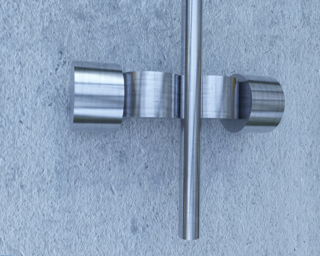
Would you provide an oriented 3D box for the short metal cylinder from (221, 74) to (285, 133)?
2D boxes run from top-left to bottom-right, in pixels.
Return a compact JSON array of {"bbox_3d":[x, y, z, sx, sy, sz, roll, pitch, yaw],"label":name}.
[{"bbox_3d":[0.123,-0.033,0.427,0.050,0.080,0.080,1,90,-20],"label":"short metal cylinder"}]

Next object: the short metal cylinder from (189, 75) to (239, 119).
[{"bbox_3d":[0.062,-0.037,0.403,0.081,0.080,0.050,1,90,-20],"label":"short metal cylinder"}]

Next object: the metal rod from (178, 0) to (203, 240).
[{"bbox_3d":[0.036,-0.024,0.358,0.025,0.025,0.298,1,90,-20],"label":"metal rod"}]

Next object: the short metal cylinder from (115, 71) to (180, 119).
[{"bbox_3d":[-0.014,-0.037,0.376,0.081,0.080,0.050,1,90,-20],"label":"short metal cylinder"}]

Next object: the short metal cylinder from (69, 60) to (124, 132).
[{"bbox_3d":[-0.075,-0.035,0.354,0.050,0.080,0.080,1,90,-20],"label":"short metal cylinder"}]
